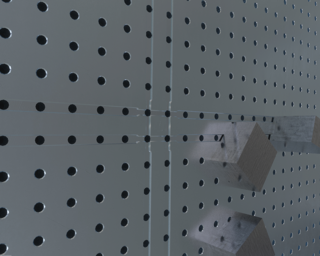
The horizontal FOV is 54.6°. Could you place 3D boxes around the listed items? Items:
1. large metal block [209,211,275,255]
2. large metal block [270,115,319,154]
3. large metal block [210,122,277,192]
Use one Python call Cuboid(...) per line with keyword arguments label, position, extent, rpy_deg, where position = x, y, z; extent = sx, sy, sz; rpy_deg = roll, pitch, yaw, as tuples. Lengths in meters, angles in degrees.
Cuboid(label="large metal block", position=(0.136, 0.198, 0.506), extent=(0.080, 0.050, 0.080), rpy_deg=(-36, 113, -34))
Cuboid(label="large metal block", position=(0.274, 0.014, 0.601), extent=(0.080, 0.080, 0.050), rpy_deg=(24, 75, -37))
Cuboid(label="large metal block", position=(0.140, 0.046, 0.508), extent=(0.080, 0.050, 0.080), rpy_deg=(47, 62, -30))
